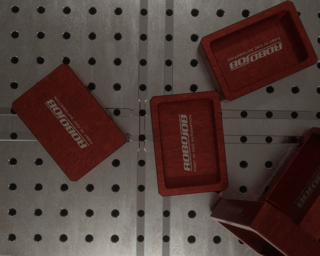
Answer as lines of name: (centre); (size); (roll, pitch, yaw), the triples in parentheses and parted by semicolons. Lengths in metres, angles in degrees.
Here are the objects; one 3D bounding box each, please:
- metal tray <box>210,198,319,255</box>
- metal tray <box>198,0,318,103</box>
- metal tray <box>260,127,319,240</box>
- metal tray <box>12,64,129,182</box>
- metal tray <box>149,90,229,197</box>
metal tray: (0.121, 0.123, 0.361); (0.090, 0.130, 0.030); (38, 75, -1)
metal tray: (0.128, -0.100, 0.412); (0.131, 0.030, 0.090); (-24, 90, -1)
metal tray: (0.189, 0.063, 0.381); (0.030, 0.090, 0.130); (35, 90, -9)
metal tray: (-0.116, -0.007, 0.409); (0.090, 0.030, 0.130); (-39, 91, -1)
metal tray: (0.037, 0.020, 0.411); (0.091, 0.030, 0.129); (-6, 90, -1)
